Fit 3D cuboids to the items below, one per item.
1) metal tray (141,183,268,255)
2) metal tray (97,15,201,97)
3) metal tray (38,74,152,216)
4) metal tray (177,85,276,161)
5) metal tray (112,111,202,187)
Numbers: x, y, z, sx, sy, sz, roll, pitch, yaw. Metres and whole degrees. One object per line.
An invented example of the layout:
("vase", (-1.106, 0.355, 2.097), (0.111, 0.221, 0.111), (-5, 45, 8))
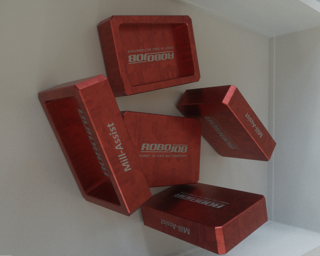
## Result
("metal tray", (0.050, 0.101, 0.379), (0.091, 0.130, 0.030), (-17, 101, -40))
("metal tray", (-0.008, -0.094, 0.396), (0.131, 0.030, 0.089), (-17, 101, -39))
("metal tray", (-0.066, 0.017, 0.308), (0.030, 0.090, 0.129), (-31, 110, -37))
("metal tray", (0.096, -0.004, 0.444), (0.130, 0.090, 0.030), (45, 63, -31))
("metal tray", (-0.003, 0.028, 0.399), (0.131, 0.030, 0.089), (4, 87, -40))
